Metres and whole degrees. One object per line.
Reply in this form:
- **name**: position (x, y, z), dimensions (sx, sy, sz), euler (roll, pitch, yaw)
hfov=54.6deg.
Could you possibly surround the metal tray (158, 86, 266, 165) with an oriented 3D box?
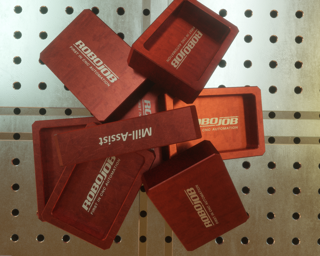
- **metal tray**: position (0.067, -0.005, 0.393), dimensions (0.131, 0.030, 0.090), euler (-4, 90, -17)

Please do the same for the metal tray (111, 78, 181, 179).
- **metal tray**: position (-0.018, 0.000, 0.410), dimensions (0.091, 0.030, 0.129), euler (-4, 88, -2)

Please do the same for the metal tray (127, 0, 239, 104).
- **metal tray**: position (0.032, -0.101, 0.377), dimensions (0.090, 0.030, 0.130), euler (34, 57, 0)

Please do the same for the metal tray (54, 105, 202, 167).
- **metal tray**: position (-0.027, 0.007, 0.316), dimensions (0.131, 0.090, 0.030), euler (-12, 90, 4)

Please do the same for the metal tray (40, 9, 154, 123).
- **metal tray**: position (-0.078, -0.077, 0.394), dimensions (0.090, 0.030, 0.130), euler (-45, 75, 0)

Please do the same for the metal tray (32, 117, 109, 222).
- **metal tray**: position (-0.115, 0.052, 0.410), dimensions (0.090, 0.030, 0.129), euler (-4, 89, -1)

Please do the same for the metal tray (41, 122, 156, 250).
- **metal tray**: position (-0.073, 0.069, 0.380), dimensions (0.090, 0.030, 0.130), euler (27, 90, 0)

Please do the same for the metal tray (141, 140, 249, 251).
- **metal tray**: position (0.046, 0.087, 0.378), dimensions (0.090, 0.030, 0.130), euler (-29, 123, 0)
